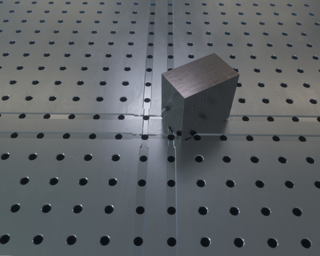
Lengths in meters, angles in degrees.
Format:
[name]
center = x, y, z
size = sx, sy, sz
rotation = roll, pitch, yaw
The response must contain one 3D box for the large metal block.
[large metal block]
center = 0.049, -0.040, 0.406
size = 0.080, 0.080, 0.050
rotation = -25, 54, -19
